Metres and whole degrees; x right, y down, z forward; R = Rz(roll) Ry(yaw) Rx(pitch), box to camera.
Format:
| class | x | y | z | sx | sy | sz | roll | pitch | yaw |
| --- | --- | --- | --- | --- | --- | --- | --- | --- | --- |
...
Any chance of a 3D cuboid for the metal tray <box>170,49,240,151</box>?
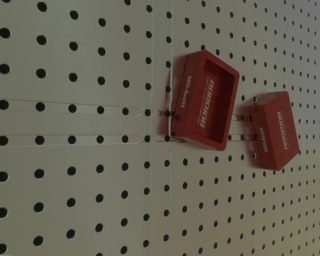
| class | x | y | z | sx | sy | sz | roll | pitch | yaw |
| --- | --- | --- | --- | --- | --- | --- | --- | --- | --- |
| metal tray | 0.071 | -0.038 | 0.463 | 0.090 | 0.030 | 0.130 | 22 | 76 | -38 |

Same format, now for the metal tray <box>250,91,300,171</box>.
| class | x | y | z | sx | sy | sz | roll | pitch | yaw |
| --- | --- | --- | --- | --- | --- | --- | --- | --- | --- |
| metal tray | 0.220 | 0.005 | 0.588 | 0.091 | 0.030 | 0.129 | -28 | 108 | -36 |
